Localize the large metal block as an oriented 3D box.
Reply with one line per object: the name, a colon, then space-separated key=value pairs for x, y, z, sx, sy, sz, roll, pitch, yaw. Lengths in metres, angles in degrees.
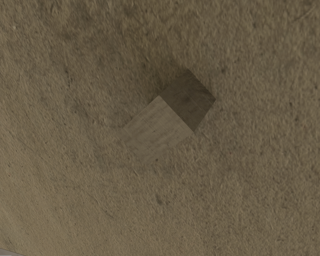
large metal block: x=0.009 y=-0.013 z=0.359 sx=0.050 sy=0.080 sz=0.080 roll=47 pitch=129 yaw=-5
